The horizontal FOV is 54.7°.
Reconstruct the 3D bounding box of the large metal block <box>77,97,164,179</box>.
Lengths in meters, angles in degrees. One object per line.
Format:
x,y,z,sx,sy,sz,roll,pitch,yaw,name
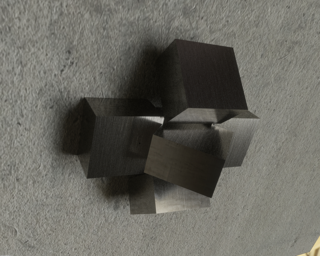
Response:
-0.049,0.010,0.373,0.081,0.050,0.079,-1,119,-29,large metal block

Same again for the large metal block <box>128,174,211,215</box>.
0.010,0.089,0.427,0.081,0.080,0.050,2,75,-29,large metal block

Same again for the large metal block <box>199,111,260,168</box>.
0.083,0.010,0.442,0.081,0.050,0.079,0,119,-29,large metal block

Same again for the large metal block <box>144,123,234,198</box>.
0.037,0.028,0.369,0.080,0.080,0.050,19,116,11,large metal block

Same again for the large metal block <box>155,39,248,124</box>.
0.047,-0.051,0.361,0.081,0.080,0.050,0,162,-28,large metal block
